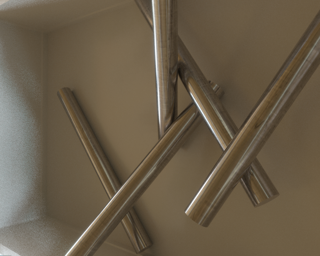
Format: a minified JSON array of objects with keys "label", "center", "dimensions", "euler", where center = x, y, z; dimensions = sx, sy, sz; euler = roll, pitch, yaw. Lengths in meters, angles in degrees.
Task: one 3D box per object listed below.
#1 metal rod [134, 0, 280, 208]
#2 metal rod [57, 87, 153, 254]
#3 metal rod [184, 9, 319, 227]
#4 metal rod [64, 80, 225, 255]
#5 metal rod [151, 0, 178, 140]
[{"label":"metal rod","center":[0.036,-0.055,0.342],"dimensions":[0.025,0.025,0.299],"euler":[-44,58,31]},{"label":"metal rod","center":[-0.095,0.051,0.485],"dimensions":[0.025,0.025,0.299],"euler":[-48,62,29]},{"label":"metal rod","center":[0.113,-0.045,0.262],"dimensions":[0.025,0.025,0.299],"euler":[36,96,34]},{"label":"metal rod","center":[-0.030,0.069,0.352],"dimensions":[0.025,0.025,0.300],"euler":[38,88,33]},{"label":"metal rod","center":[0.006,-0.094,0.312],"dimensions":[0.025,0.025,0.298],"euler":[30,137,36]}]
